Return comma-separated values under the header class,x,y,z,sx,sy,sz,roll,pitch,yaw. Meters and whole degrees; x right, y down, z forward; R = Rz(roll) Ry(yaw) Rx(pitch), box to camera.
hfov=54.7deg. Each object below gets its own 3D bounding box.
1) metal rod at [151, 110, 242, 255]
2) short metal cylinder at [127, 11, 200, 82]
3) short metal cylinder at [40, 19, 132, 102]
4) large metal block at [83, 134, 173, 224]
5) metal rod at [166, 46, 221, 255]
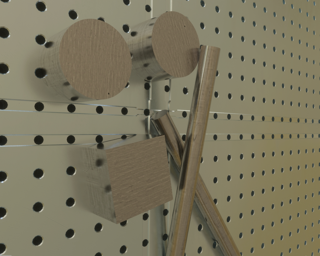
class,x,y,z,sx,sy,sz,roll,pitch,yaw
metal rod,0.064,0.105,0.463,0.025,0.025,0.299,-42,116,-32
short metal cylinder,0.005,-0.102,0.397,0.081,0.050,0.079,0,90,-40
short metal cylinder,-0.078,-0.068,0.328,0.081,0.050,0.079,0,90,-40
large metal block,-0.036,0.054,0.363,0.081,0.050,0.079,-13,98,-39
metal rod,0.041,0.044,0.410,0.025,0.025,0.298,4,97,-40
